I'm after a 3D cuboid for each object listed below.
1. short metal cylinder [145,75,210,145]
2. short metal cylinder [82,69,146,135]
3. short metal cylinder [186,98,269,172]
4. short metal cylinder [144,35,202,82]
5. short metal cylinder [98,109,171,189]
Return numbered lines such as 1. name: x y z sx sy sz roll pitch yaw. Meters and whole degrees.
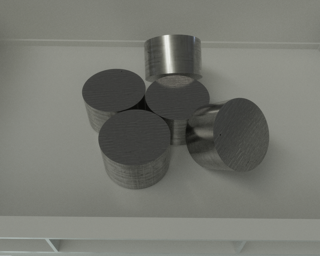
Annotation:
1. short metal cylinder: 0.022 -0.024 0.407 0.081 0.050 0.080 0 50 0
2. short metal cylinder: -0.059 -0.034 0.414 0.081 0.050 0.080 0 50 0
3. short metal cylinder: 0.077 0.009 0.354 0.081 0.050 0.080 3 85 -29
4. short metal cylinder: 0.019 -0.095 0.438 0.081 0.080 0.050 -2 89 -2
5. short metal cylinder: -0.028 0.024 0.366 0.081 0.050 0.080 0 50 0
